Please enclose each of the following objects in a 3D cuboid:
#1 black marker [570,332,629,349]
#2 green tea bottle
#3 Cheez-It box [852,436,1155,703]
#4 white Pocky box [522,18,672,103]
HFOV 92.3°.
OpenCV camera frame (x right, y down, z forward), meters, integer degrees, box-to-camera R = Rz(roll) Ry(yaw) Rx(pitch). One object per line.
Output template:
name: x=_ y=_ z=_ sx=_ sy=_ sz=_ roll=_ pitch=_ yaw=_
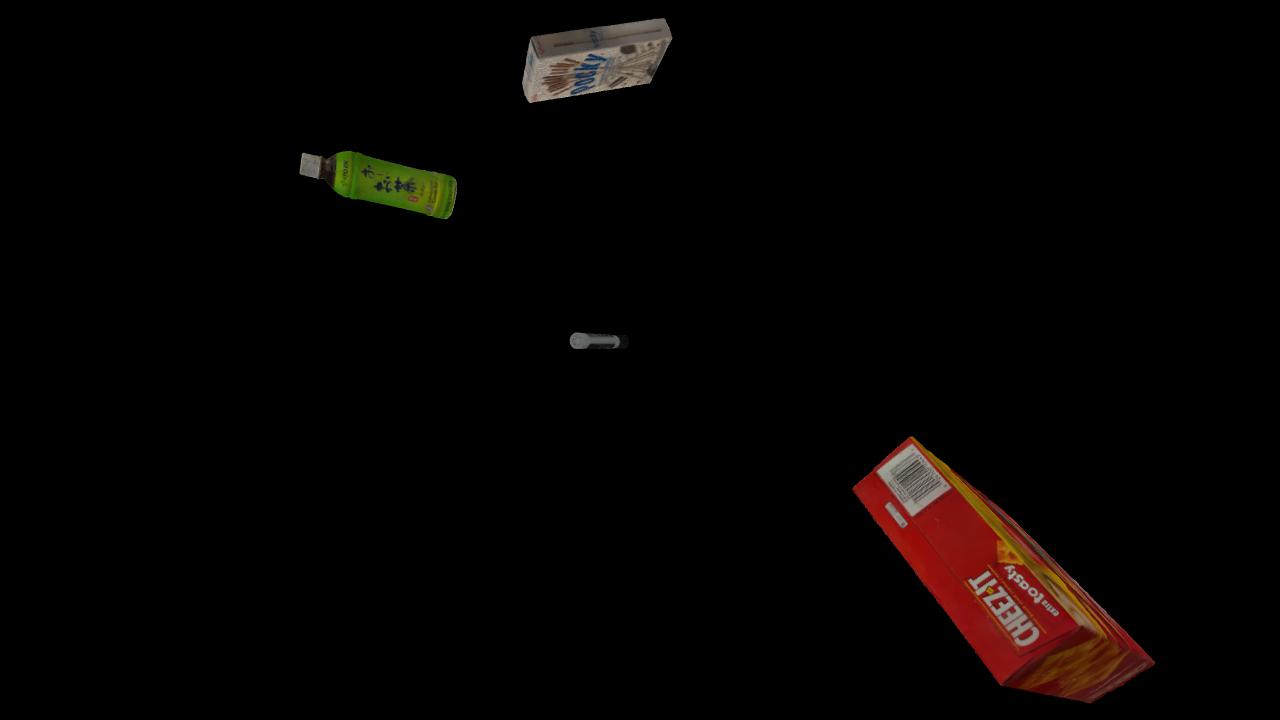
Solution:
black marker: x=-0.045 y=-0.022 z=0.743 sx=0.020 sy=0.020 sz=0.121 roll=0 pitch=1 yaw=25
green tea bottle: x=-0.387 y=-0.265 z=0.919 sx=0.212 sy=0.073 sz=0.073 roll=5 pitch=-2 yaw=-30
Cheez-It box: x=0.288 y=0.171 z=0.490 sx=0.223 sy=0.071 sz=0.166 roll=30 pitch=21 yaw=-38
white Pocky box: x=-0.048 y=-0.325 z=0.670 sx=0.154 sy=0.028 sz=0.084 roll=-18 pitch=-4 yaw=-19
